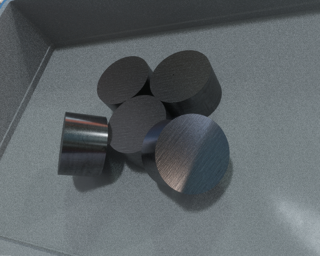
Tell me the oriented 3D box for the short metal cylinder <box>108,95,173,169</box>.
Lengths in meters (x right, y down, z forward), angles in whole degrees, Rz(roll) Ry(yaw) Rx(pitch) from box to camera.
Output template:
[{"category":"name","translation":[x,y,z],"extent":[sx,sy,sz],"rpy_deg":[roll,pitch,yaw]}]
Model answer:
[{"category":"short metal cylinder","translation":[-0.019,0.006,0.391],"extent":[0.080,0.050,0.080],"rpy_deg":[-13,56,20]}]

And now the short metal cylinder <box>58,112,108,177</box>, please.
[{"category":"short metal cylinder","translation":[-0.101,0.022,0.399],"extent":[0.050,0.080,0.080],"rpy_deg":[7,54,-19]}]

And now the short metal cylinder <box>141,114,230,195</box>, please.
[{"category":"short metal cylinder","translation":[0.026,0.027,0.329],"extent":[0.080,0.080,0.050],"rpy_deg":[-58,14,-13]}]

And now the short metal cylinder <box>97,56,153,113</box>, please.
[{"category":"short metal cylinder","translation":[-0.041,-0.055,0.440],"extent":[0.080,0.050,0.080],"rpy_deg":[-13,56,20]}]

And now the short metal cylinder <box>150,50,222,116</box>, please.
[{"category":"short metal cylinder","translation":[0.034,-0.053,0.402],"extent":[0.080,0.050,0.080],"rpy_deg":[-13,56,20]}]
